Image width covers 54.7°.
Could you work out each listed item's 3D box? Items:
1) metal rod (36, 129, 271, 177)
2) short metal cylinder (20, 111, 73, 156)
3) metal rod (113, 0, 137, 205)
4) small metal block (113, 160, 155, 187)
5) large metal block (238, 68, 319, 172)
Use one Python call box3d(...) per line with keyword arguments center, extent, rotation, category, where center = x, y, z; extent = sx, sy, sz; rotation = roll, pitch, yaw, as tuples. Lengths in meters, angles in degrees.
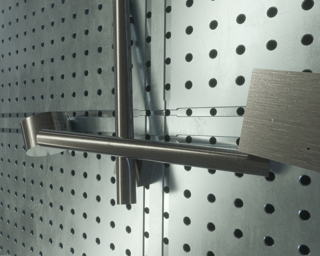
box3d(center=(-0.025, 0.026, 0.375), extent=(0.301, 0.025, 0.025), rotation=(5, 93, 23), category="metal rod")
box3d(center=(-0.189, 0.011, 0.527), extent=(0.080, 0.081, 0.050), rotation=(-29, 72, 36), category="short metal cylinder")
box3d(center=(-0.050, -0.049, 0.427), extent=(0.025, 0.025, 0.298), rotation=(-12, 76, 39), category="metal rod")
box3d(center=(-0.035, 0.049, 0.436), extent=(0.050, 0.025, 0.050), rotation=(21, 103, 37), category="small metal block")
box3d(center=(0.127, -0.009, 0.288), extent=(0.080, 0.050, 0.079), rotation=(14, 99, 38), category="large metal block")
